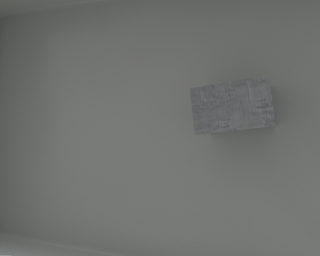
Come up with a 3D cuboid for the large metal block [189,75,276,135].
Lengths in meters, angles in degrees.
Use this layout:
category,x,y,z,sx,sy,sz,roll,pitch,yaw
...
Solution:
category,x,y,z,sx,sy,sz,roll,pitch,yaw
large metal block,0.085,-0.022,0.351,0.080,0.080,0.050,-7,88,20
